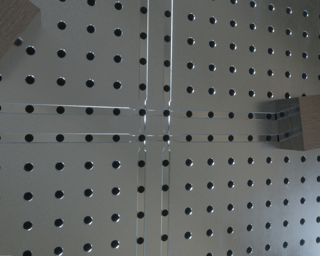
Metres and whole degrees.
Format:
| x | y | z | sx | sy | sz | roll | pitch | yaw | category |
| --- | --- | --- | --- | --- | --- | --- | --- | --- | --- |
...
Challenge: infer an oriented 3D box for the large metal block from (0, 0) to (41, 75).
| x | y | z | sx | sy | sz | roll | pitch | yaw | category |
| --- | --- | --- | --- | --- | --- | --- | --- | --- | --- |
| -0.187 | -0.114 | 0.330 | 0.080 | 0.050 | 0.080 | 36 | 78 | -17 | large metal block |

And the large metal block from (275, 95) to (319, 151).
| x | y | z | sx | sy | sz | roll | pitch | yaw | category |
| --- | --- | --- | --- | --- | --- | --- | --- | --- | --- |
| 0.235 | -0.011 | 0.489 | 0.081 | 0.050 | 0.079 | -8 | 93 | -20 | large metal block |
